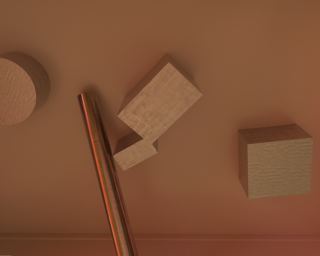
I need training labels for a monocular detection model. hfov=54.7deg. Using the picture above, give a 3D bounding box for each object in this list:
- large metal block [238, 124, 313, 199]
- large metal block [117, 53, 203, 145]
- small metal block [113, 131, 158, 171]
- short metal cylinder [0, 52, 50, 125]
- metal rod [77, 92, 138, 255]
[{"bbox_3d":[0.152,0.044,0.417,0.080,0.050,0.079,-6,110,2],"label":"large metal block"},{"bbox_3d":[-0.001,-0.038,0.368,0.050,0.080,0.080,42,105,-14],"label":"large metal block"},{"bbox_3d":[-0.031,0.024,0.406,0.050,0.050,0.025,-29,108,10],"label":"small metal block"},{"bbox_3d":[-0.183,-0.049,0.377,0.081,0.050,0.079,0,110,-1],"label":"short metal cylinder"},{"bbox_3d":[-0.054,0.100,0.377,0.025,0.025,0.299,-16,82,5],"label":"metal rod"}]
